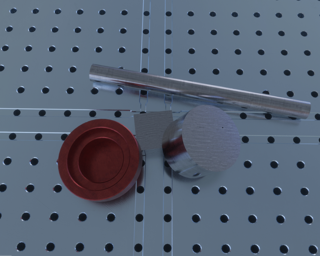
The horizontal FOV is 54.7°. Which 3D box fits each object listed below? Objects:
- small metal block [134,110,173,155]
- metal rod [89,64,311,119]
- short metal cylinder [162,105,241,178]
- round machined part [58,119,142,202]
[{"bbox_3d":[-0.006,0.007,0.409,0.050,0.025,0.050,-7,70,-3],"label":"small metal block"},{"bbox_3d":[0.052,-0.051,0.431,0.302,0.025,0.025,10,70,3],"label":"metal rod"},{"bbox_3d":[0.050,0.018,0.377,0.081,0.050,0.080,9,69,-24],"label":"short metal cylinder"},{"bbox_3d":[-0.070,0.041,0.382,0.099,0.042,0.098,-2,72,7],"label":"round machined part"}]
